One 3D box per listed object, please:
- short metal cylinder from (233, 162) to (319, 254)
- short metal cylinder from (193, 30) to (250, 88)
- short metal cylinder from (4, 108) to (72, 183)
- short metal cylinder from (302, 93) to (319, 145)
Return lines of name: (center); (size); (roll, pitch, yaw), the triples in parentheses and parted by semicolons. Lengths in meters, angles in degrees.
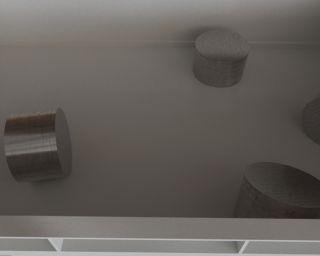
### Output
short metal cylinder: (0.118, 0.075, 0.305); (0.081, 0.050, 0.080); (8, 22, -3)
short metal cylinder: (0.093, -0.108, 0.480); (0.080, 0.050, 0.080); (0, 50, 0)
short metal cylinder: (-0.134, 0.019, 0.352); (0.050, 0.080, 0.080); (-7, 51, -6)
short metal cylinder: (0.227, -0.015, 0.383); (0.050, 0.080, 0.080); (-36, 59, -26)
